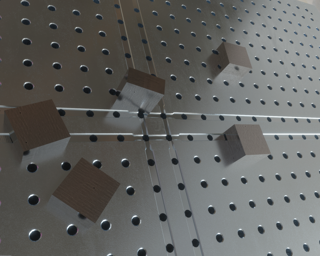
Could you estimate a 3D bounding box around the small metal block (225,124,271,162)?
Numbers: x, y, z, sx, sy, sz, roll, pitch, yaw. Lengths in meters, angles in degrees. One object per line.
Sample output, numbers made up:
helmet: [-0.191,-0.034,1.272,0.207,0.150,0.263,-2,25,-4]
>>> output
small metal block: [0.132,0.022,0.468,0.050,0.025,0.050,0,62,-28]

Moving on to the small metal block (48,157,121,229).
small metal block: [-0.078,0.068,0.325,0.050,0.025,0.050,36,51,-5]

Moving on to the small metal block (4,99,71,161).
small metal block: [-0.133,0.001,0.336,0.050,0.025,0.050,-21,73,-36]

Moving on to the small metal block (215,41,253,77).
small metal block: [0.133,-0.123,0.558,0.050,0.025,0.050,7,59,-25]

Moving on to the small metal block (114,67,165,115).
small metal block: [-0.027,-0.047,0.408,0.050,0.050,0.025,17,55,-19]
